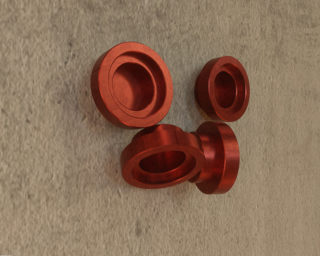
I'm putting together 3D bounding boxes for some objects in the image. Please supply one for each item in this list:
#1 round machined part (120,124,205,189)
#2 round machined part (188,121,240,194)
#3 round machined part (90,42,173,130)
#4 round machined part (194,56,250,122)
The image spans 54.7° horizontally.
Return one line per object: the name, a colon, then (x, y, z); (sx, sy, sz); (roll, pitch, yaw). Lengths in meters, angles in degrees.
round machined part: (0.001, 0.032, 0.373); (0.099, 0.098, 0.042); (23, 40, -38)
round machined part: (0.061, 0.039, 0.415); (0.042, 0.098, 0.097); (3, 88, -20)
round machined part: (-0.036, -0.046, 0.361); (0.099, 0.042, 0.097); (5, 81, -37)
round machined part: (0.091, -0.057, 0.472); (0.099, 0.042, 0.097); (0, 90, -40)
